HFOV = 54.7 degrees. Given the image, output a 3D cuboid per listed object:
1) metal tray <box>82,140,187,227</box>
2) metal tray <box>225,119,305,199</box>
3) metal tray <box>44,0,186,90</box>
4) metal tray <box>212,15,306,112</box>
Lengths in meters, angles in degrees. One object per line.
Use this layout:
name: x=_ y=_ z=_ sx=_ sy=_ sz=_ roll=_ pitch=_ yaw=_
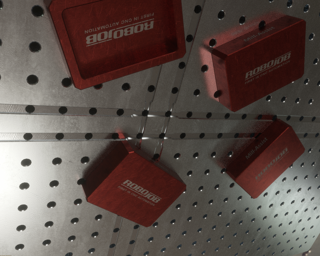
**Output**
metal tray: x=-0.033 y=0.084 z=0.444 sx=0.090 sy=0.030 sz=0.130 roll=-47 pitch=130 yaw=5
metal tray: x=0.188 y=0.057 z=0.549 sx=0.130 sy=0.030 sz=0.090 roll=-45 pitch=130 yaw=3
metal tray: x=-0.040 y=-0.103 z=0.323 sx=0.131 sy=0.030 sz=0.089 roll=-21 pitch=127 yaw=-16
metal tray: x=0.141 y=-0.089 z=0.432 sx=0.131 sy=0.030 sz=0.090 roll=-27 pitch=128 yaw=-12
